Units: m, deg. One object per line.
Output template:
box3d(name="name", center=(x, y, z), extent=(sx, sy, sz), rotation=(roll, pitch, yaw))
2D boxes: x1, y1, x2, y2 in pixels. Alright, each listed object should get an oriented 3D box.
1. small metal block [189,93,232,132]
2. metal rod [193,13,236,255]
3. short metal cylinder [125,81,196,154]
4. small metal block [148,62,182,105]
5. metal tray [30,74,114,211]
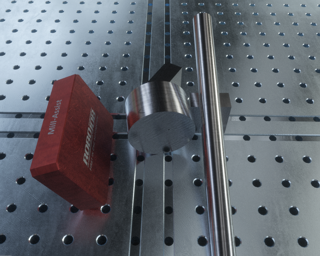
box3d(name="small metal block", center=(0.063, -0.020, 0.409), extent=(0.050, 0.050, 0.025), rotation=(0, 50, -1))
box3d(name="metal rod", center=(0.060, -0.009, 0.361), extent=(0.025, 0.025, 0.299), rotation=(-1, 67, -1))
box3d(name="short metal cylinder", center=(-0.001, -0.011, 0.382), extent=(0.081, 0.080, 0.050), rotation=(-6, 51, -6))
box3d(name="small metal block", center=(0.007, -0.057, 0.439), extent=(0.025, 0.050, 0.050), rotation=(25, 54, 19))
box3d(name="metal tray", center=(-0.090, 0.014, 0.349), extent=(0.030, 0.090, 0.130), rotation=(-16, 48, 15))
